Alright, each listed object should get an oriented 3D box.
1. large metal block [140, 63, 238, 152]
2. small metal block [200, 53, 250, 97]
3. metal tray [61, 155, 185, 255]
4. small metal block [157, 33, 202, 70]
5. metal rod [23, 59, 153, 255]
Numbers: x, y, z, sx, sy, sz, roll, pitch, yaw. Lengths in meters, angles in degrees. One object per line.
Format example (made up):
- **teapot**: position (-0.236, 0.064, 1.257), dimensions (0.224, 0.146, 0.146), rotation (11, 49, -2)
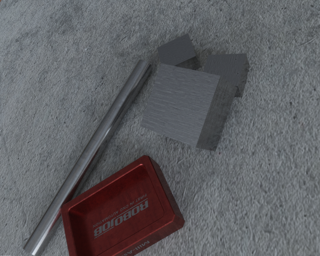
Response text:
- **large metal block**: position (0.034, -0.025, 0.369), dimensions (0.080, 0.050, 0.080), rotation (20, 93, 35)
- **small metal block**: position (0.084, -0.068, 0.401), dimensions (0.050, 0.025, 0.050), rotation (5, 64, 30)
- **metal tray**: position (-0.048, 0.102, 0.361), dimensions (0.130, 0.030, 0.090), rotation (-32, 52, 6)
- **small metal block**: position (0.027, -0.103, 0.452), dimensions (0.050, 0.025, 0.050), rotation (-22, 54, 14)
- **metal rod**: position (-0.092, 0.030, 0.431), dimensions (0.025, 0.025, 0.300), rotation (18, 71, 34)
